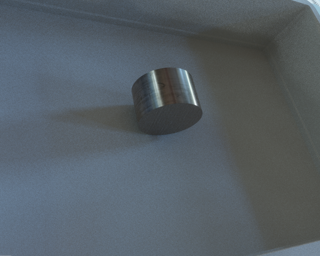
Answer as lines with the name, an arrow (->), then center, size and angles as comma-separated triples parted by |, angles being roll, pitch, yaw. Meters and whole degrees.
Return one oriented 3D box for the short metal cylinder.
short metal cylinder -> 0.008, -0.031, 0.389 | 0.081, 0.080, 0.050 | 2, 61, -27
